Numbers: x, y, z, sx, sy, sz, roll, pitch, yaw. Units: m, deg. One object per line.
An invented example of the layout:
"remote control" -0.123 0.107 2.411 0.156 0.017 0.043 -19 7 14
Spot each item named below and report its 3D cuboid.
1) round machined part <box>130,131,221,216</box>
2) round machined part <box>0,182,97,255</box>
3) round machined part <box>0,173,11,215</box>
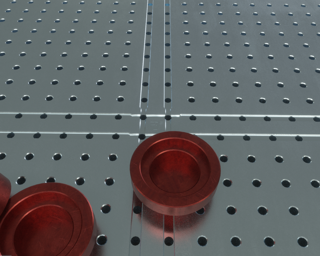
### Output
"round machined part" 0.016 0.054 0.352 0.099 0.042 0.098 0 50 0
"round machined part" -0.112 0.107 0.305 0.099 0.042 0.098 0 50 0
"round machined part" -0.202 0.076 0.303 0.098 0.042 0.098 -21 37 17
